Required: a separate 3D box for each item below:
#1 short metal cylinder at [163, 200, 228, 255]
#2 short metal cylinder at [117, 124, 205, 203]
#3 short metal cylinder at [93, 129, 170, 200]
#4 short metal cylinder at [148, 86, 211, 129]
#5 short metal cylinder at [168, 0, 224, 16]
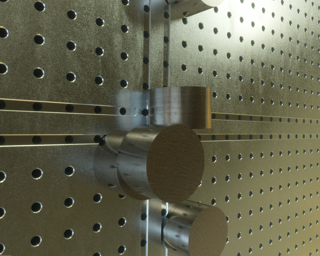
[{"bbox_3d":[0.051,0.146,0.438,0.081,0.050,0.079,0,90,-40],"label":"short metal cylinder"},{"bbox_3d":[0.002,0.036,0.331,0.081,0.050,0.079,0,90,-40],"label":"short metal cylinder"},{"bbox_3d":[-0.031,0.041,0.369,0.081,0.050,0.079,0,90,-40],"label":"short metal cylinder"},{"bbox_3d":[0.025,-0.024,0.396,0.081,0.080,0.050,-3,92,-40],"label":"short metal cylinder"},{"bbox_3d":[0.051,-0.205,0.437,0.081,0.050,0.079,0,90,-40],"label":"short metal cylinder"}]
